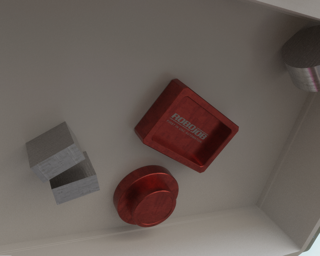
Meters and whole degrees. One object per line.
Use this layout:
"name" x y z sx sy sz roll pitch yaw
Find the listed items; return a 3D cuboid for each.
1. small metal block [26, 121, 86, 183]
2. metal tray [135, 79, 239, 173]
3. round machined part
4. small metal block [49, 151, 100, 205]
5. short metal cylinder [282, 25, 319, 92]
"small metal block" -0.117 0.025 0.345 0.050 0.050 0.025 -31 129 -9
"metal tray" 0.041 0.002 0.430 0.130 0.030 0.090 31 101 -38
"round machined part" -0.015 0.107 0.457 0.099 0.042 0.097 -14 125 -21
"small metal block" -0.105 0.058 0.372 0.050 0.050 0.025 -17 125 -19
"short metal cylinder" 0.220 -0.098 0.436 0.080 0.080 0.050 -43 130 1
